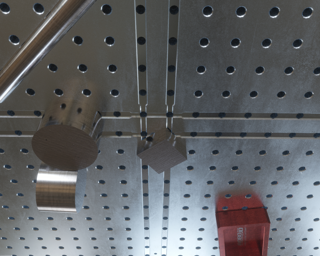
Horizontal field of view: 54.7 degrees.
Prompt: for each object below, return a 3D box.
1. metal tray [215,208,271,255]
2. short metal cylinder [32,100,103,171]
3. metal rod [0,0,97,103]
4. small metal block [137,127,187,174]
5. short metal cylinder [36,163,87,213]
[{"bbox_3d":[0.155,0.204,0.583,0.090,0.030,0.129,-8,130,6],"label":"metal tray"},{"bbox_3d":[-0.117,0.010,0.402,0.081,0.050,0.079,0,130,0],"label":"short metal cylinder"},{"bbox_3d":[-0.090,-0.118,0.309,0.299,0.025,0.025,-35,122,26],"label":"metal rod"},{"bbox_3d":[0.003,0.033,0.440,0.050,0.025,0.050,-30,124,23],"label":"small metal block"},{"bbox_3d":[-0.138,0.079,0.441,0.050,0.080,0.079,4,130,-3],"label":"short metal cylinder"}]
